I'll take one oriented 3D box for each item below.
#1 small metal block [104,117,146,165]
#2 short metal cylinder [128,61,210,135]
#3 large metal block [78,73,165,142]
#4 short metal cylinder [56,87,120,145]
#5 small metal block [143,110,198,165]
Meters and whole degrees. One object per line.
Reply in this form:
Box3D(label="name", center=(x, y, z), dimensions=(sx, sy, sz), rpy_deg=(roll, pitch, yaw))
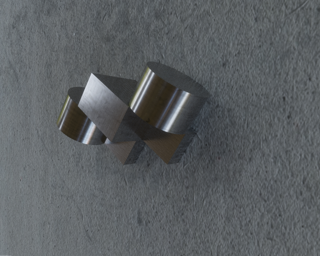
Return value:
Box3D(label="small metal block", center=(-0.048, 0.017, 0.447), dimensions=(0.050, 0.025, 0.050), rpy_deg=(43, 116, 31))
Box3D(label="short metal cylinder", center=(0.010, -0.036, 0.362), dimensions=(0.080, 0.081, 0.050), rpy_deg=(43, 116, 31))
Box3D(label="large metal block", center=(-0.046, -0.026, 0.410), dimensions=(0.080, 0.081, 0.050), rpy_deg=(42, 115, 31))
Box3D(label="short metal cylinder", center=(-0.105, -0.019, 0.457), dimensions=(0.080, 0.081, 0.050), rpy_deg=(43, 116, 31))
Box3D(label="small metal block", center=(0.012, 0.011, 0.397), dimensions=(0.050, 0.025, 0.050), rpy_deg=(43, 116, 31))
